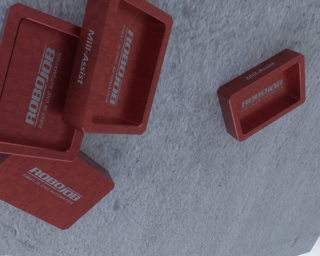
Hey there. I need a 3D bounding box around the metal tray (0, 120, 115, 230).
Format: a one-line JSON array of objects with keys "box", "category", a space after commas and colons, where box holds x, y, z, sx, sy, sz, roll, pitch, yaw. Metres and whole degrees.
[{"box": [-0.129, 0.061, 0.372, 0.090, 0.030, 0.130, -42, 130, 0], "category": "metal tray"}]

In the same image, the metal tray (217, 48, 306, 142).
[{"box": [0.154, -0.048, 0.460, 0.131, 0.030, 0.090, -30, 129, -9], "category": "metal tray"}]

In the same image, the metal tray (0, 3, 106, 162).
[{"box": [-0.111, -0.038, 0.297, 0.091, 0.030, 0.129, 13, 95, -34], "category": "metal tray"}]

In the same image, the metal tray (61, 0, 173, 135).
[{"box": [-0.038, -0.060, 0.305, 0.091, 0.030, 0.129, 4, 102, -55], "category": "metal tray"}]
